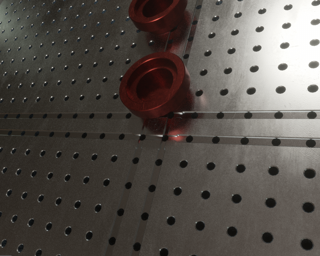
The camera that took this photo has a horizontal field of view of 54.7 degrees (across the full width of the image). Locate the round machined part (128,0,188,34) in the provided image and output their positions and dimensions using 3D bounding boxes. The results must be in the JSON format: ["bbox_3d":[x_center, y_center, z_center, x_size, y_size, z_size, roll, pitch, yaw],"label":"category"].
[{"bbox_3d":[0.001,-0.197,0.516,0.098,0.042,0.098,-13,56,20],"label":"round machined part"}]

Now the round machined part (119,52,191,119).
[{"bbox_3d":[-0.004,-0.055,0.432,0.098,0.042,0.098,-13,56,20],"label":"round machined part"}]
